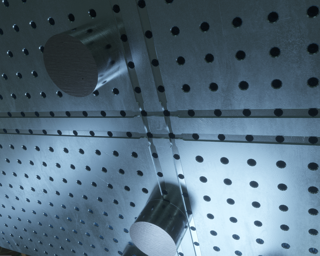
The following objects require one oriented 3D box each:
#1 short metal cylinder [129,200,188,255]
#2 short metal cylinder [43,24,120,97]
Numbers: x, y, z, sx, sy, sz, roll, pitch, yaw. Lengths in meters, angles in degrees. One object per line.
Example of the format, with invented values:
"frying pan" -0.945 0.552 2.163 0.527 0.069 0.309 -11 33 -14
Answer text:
"short metal cylinder" -0.001 0.163 0.497 0.080 0.050 0.079 13 124 21
"short metal cylinder" -0.098 -0.086 0.394 0.080 0.050 0.079 13 124 21
